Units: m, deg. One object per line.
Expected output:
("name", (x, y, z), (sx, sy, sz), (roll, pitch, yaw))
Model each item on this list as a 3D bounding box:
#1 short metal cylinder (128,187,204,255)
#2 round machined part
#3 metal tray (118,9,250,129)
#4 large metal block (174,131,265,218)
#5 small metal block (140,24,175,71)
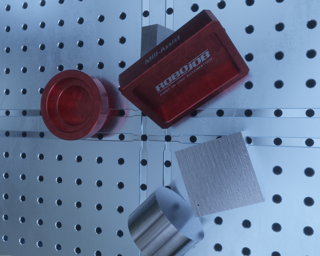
("short metal cylinder", (0.008, 0.119, 0.380), (0.050, 0.080, 0.080), (-46, 76, 14))
("round machined part", (-0.117, -0.032, 0.443), (0.098, 0.042, 0.097), (0, 90, 19))
("metal tray", (0.028, -0.063, 0.367), (0.130, 0.090, 0.030), (-34, 43, 16))
("large metal block", (0.073, 0.054, 0.373), (0.080, 0.050, 0.080), (-19, 84, 18))
("small metal block", (0.002, -0.099, 0.395), (0.025, 0.050, 0.050), (4, 91, 39))
